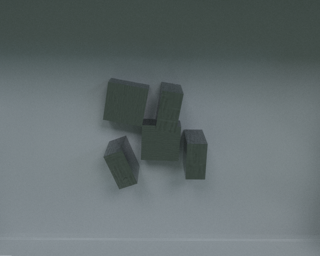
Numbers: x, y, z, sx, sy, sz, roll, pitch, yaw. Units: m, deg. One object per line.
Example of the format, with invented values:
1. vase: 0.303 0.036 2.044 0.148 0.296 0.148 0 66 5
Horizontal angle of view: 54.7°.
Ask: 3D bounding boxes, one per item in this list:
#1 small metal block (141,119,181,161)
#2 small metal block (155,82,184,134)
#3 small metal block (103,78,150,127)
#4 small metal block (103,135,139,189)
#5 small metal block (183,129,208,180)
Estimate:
1. small metal block: 0.001 0.016 0.417 0.050 0.025 0.050 3 111 -2
2. small metal block: 0.011 -0.027 0.388 0.025 0.050 0.050 9 110 -4
3. small metal block: -0.043 -0.033 0.398 0.050 0.025 0.050 10 110 -4
4. small metal block: -0.050 0.045 0.414 0.025 0.050 0.050 -19 109 7
5. small metal block: 0.045 0.034 0.411 0.025 0.050 0.050 1 110 -1
